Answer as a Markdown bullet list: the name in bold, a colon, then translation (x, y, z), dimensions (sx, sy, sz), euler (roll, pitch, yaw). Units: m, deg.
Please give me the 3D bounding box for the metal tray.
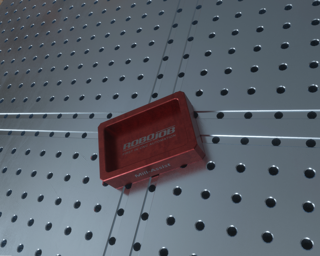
- **metal tray**: translation (-0.016, 0.015, 0.402), dimensions (0.130, 0.030, 0.090), euler (-21, 54, 15)
